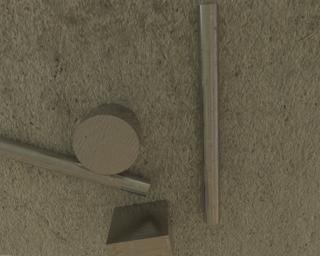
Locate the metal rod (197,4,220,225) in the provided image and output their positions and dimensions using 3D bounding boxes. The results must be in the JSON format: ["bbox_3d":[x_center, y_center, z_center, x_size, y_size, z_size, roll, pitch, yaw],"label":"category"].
[{"bbox_3d":[0.066,-0.003,0.409,0.025,0.025,0.298,-4,110,1],"label":"metal rod"}]

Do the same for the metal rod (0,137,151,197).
[{"bbox_3d":[-0.160,0.041,0.423,0.302,0.025,0.025,17,109,-7],"label":"metal rod"}]

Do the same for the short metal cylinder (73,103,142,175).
[{"bbox_3d":[-0.066,0.013,0.401,0.081,0.050,0.079,0,110,0],"label":"short metal cylinder"}]

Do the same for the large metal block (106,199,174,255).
[{"bbox_3d":[-0.024,0.150,0.435,0.080,0.080,0.050,-9,110,3],"label":"large metal block"}]
